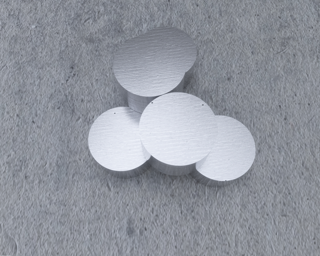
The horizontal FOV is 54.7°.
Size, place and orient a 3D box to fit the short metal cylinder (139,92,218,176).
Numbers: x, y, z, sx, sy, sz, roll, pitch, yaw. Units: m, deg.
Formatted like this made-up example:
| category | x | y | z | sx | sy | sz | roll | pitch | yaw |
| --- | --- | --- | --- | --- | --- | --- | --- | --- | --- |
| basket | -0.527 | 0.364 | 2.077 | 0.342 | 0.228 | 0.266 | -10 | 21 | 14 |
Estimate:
| category | x | y | z | sx | sy | sz | roll | pitch | yaw |
| --- | --- | --- | --- | --- | --- | --- | --- | --- | --- |
| short metal cylinder | 0.019 | 0.008 | 0.339 | 0.081 | 0.050 | 0.080 | 0 | 70 | -1 |

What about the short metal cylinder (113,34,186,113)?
| category | x | y | z | sx | sy | sz | roll | pitch | yaw |
| --- | --- | --- | --- | --- | --- | --- | --- | --- | --- |
| short metal cylinder | -0.011 | -0.062 | 0.365 | 0.080 | 0.050 | 0.080 | 0 | 70 | 0 |

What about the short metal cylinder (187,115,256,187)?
| category | x | y | z | sx | sy | sz | roll | pitch | yaw |
| --- | --- | --- | --- | --- | --- | --- | --- | --- | --- |
| short metal cylinder | 0.071 | 0.030 | 0.385 | 0.081 | 0.050 | 0.080 | 0 | 70 | 0 |

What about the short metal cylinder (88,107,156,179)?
| category | x | y | z | sx | sy | sz | roll | pitch | yaw |
| --- | --- | --- | --- | --- | --- | --- | --- | --- | --- |
| short metal cylinder | -0.044 | 0.020 | 0.388 | 0.081 | 0.050 | 0.080 | 0 | 70 | 0 |

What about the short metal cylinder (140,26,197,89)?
| category | x | y | z | sx | sy | sz | roll | pitch | yaw |
| --- | --- | --- | --- | --- | --- | --- | --- | --- | --- |
| short metal cylinder | 0.008 | -0.092 | 0.430 | 0.081 | 0.050 | 0.080 | 0 | 70 | 0 |
